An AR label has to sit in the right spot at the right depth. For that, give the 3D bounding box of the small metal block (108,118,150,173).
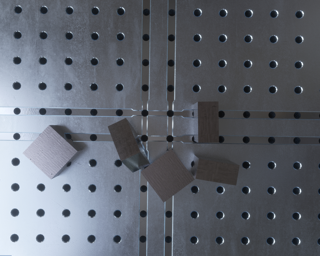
[{"bbox_3d":[-0.039,0.023,0.392,0.025,0.050,0.050,-26,64,0],"label":"small metal block"}]

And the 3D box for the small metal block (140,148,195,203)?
[{"bbox_3d":[0.010,0.062,0.413,0.050,0.025,0.050,-37,90,0],"label":"small metal block"}]

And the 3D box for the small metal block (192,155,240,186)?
[{"bbox_3d":[0.070,0.053,0.401,0.050,0.050,0.025,9,90,0],"label":"small metal block"}]

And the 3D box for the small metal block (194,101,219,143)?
[{"bbox_3d":[0.059,-0.007,0.401,0.025,0.050,0.050,-1,90,0],"label":"small metal block"}]

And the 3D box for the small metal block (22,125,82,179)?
[{"bbox_3d":[-0.142,0.031,0.413,0.050,0.025,0.050,43,90,0],"label":"small metal block"}]
